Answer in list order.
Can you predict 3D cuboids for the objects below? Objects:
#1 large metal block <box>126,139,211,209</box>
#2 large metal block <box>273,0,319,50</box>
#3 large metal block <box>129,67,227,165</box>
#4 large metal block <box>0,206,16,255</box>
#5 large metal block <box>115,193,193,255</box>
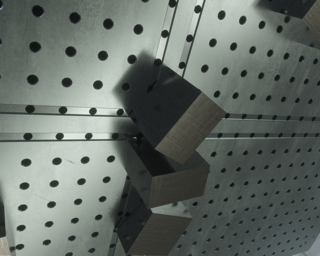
[{"bbox_3d":[0.008,0.054,0.415,0.081,0.080,0.050,-7,122,-25],"label":"large metal block"},{"bbox_3d":[0.214,-0.162,0.414,0.080,0.050,0.080,27,103,-38],"label":"large metal block"},{"bbox_3d":[0.019,-0.016,0.377,0.050,0.080,0.080,33,100,-39],"label":"large metal block"},{"bbox_3d":[-0.221,0.150,0.367,0.081,0.050,0.079,-10,123,-23],"label":"large metal block"},{"bbox_3d":[-0.010,0.151,0.485,0.080,0.050,0.080,20,108,-36],"label":"large metal block"}]
